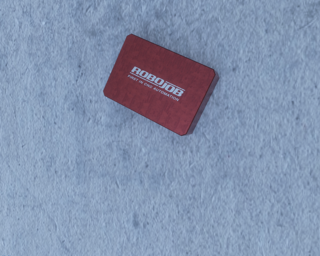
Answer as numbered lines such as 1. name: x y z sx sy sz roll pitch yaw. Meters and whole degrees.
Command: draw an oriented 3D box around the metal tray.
1. metal tray: -0.001 -0.057 0.407 0.130 0.030 0.090 28 99 17
